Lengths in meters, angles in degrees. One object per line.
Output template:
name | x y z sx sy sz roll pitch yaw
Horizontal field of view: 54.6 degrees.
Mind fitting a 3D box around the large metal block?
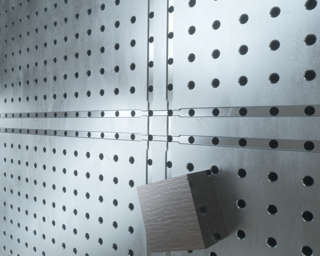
large metal block | 0.025 0.100 0.374 0.080 0.050 0.080 -22 76 38
